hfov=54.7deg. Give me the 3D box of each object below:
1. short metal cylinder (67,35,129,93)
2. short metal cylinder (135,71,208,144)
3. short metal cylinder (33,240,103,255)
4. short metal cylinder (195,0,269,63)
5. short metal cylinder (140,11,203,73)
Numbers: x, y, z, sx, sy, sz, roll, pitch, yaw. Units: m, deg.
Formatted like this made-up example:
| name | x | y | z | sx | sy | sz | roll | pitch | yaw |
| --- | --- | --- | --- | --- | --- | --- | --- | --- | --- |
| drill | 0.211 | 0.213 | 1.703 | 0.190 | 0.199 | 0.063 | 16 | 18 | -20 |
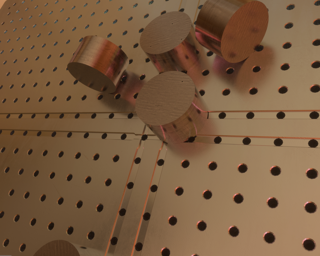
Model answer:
| name | x | y | z | sx | sy | sz | roll | pitch | yaw |
| --- | --- | --- | --- | --- | --- | --- | --- | --- | --- |
| short metal cylinder | -0.095 | -0.097 | 0.483 | 0.080 | 0.080 | 0.050 | 10 | 67 | 32 |
| short metal cylinder | 0.016 | -0.026 | 0.400 | 0.080 | 0.050 | 0.080 | -13 | 56 | 21 |
| short metal cylinder | -0.104 | 0.170 | 0.342 | 0.080 | 0.050 | 0.080 | -13 | 56 | 21 |
| short metal cylinder | 0.094 | -0.133 | 0.405 | 0.080 | 0.080 | 0.050 | -43 | 51 | -2 |
| short metal cylinder | 0.017 | -0.125 | 0.460 | 0.080 | 0.050 | 0.080 | -13 | 56 | 21 |
